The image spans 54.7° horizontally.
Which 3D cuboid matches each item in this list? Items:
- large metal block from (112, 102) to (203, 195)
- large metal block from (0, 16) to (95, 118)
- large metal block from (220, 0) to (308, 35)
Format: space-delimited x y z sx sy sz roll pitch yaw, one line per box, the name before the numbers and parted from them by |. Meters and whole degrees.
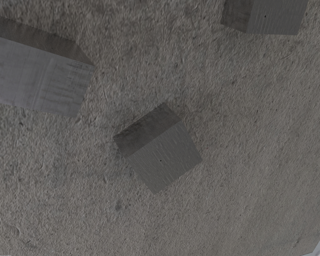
large metal block | -0.002 0.028 0.407 0.080 0.050 0.080 -35 129 -5
large metal block | -0.114 -0.056 0.274 0.081 0.080 0.050 13 112 -34
large metal block | 0.126 -0.156 0.363 0.081 0.050 0.079 -7 121 -25
